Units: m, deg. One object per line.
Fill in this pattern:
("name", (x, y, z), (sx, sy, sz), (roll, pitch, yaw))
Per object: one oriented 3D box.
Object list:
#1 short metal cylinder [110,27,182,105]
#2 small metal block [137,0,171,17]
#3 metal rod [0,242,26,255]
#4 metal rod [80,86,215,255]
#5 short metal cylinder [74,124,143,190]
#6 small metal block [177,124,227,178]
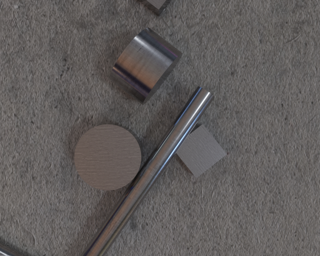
("short metal cylinder", (-0.017, -0.075, 0.382), (0.050, 0.080, 0.080), (38, 90, 0))
("small metal block", (-0.006, -0.187, 0.410), (0.050, 0.025, 0.050), (37, 90, 0))
("metal rod", (-0.134, 0.207, 0.408), (0.301, 0.025, 0.025), (28, 90, 0))
("metal rod", (-0.028, 0.078, 0.388), (0.025, 0.025, 0.299), (35, 92, 0))
("short metal cylinder", (-0.063, 0.035, 0.397), (0.081, 0.050, 0.079), (0, 90, 0))
("small metal block", (0.051, 0.030, 0.410), (0.050, 0.025, 0.050), (-38, 90, 0))
